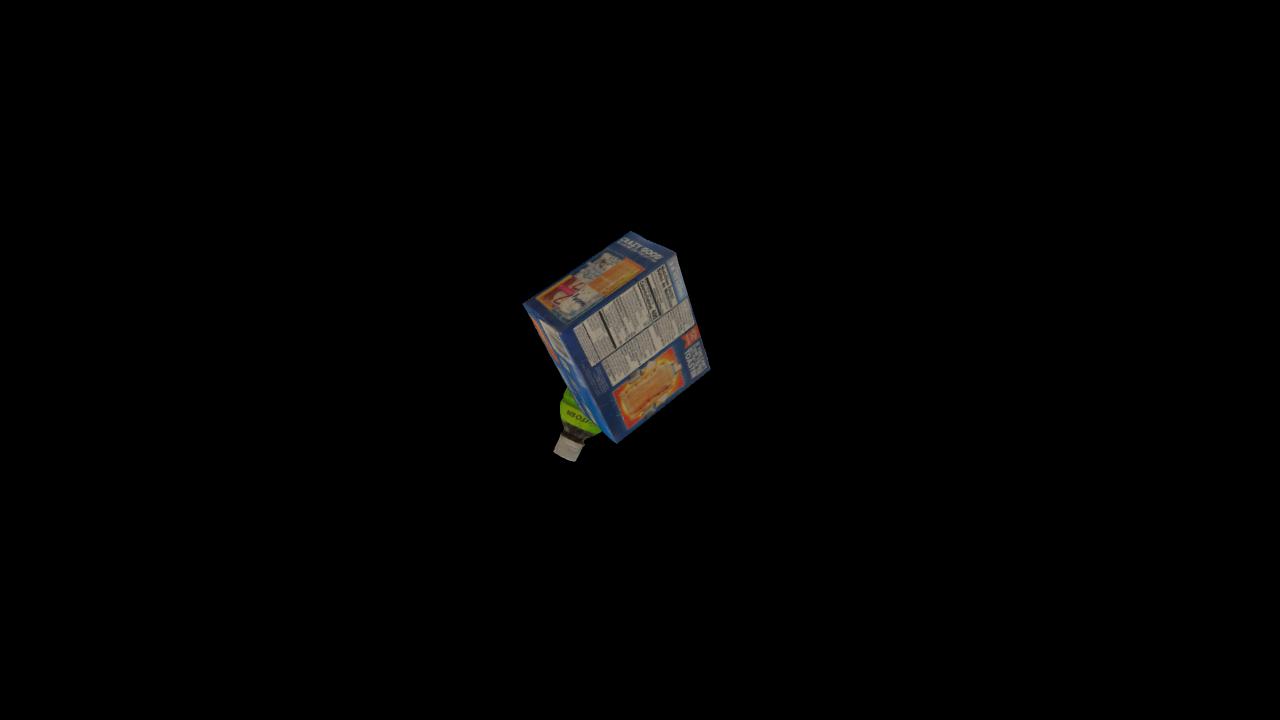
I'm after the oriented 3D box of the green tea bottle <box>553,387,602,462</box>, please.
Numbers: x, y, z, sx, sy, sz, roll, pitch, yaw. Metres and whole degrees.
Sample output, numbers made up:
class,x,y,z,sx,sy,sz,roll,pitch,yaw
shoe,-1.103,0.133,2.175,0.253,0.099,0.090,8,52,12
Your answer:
class,x,y,z,sx,sy,sz,roll,pitch,yaw
green tea bottle,-0.049,0.024,0.765,0.073,0.212,0.073,26,-2,1

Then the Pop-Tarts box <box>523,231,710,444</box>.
class,x,y,z,sx,sy,sz,roll,pitch,yaw
Pop-Tarts box,-0.018,-0.022,0.646,0.141,0.167,0.083,-37,45,-16
